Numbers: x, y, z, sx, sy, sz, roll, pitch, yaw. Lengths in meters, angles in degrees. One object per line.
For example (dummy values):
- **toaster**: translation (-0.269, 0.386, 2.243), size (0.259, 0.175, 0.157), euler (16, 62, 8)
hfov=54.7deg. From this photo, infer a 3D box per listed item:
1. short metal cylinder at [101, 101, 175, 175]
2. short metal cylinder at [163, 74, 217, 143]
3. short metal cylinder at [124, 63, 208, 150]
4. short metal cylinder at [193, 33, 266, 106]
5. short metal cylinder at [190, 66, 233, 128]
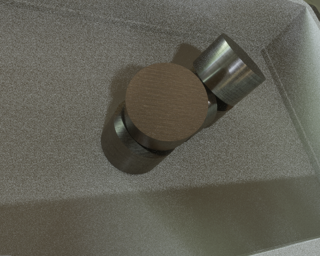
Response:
- **short metal cylinder**: translation (-0.024, 0.009, 0.370), size (0.081, 0.050, 0.080), euler (14, 56, -21)
- **short metal cylinder**: translation (0.026, -0.026, 0.400), size (0.050, 0.080, 0.080), euler (-34, 81, -38)
- **short metal cylinder**: translation (0.004, -0.020, 0.321), size (0.081, 0.050, 0.080), euler (2, 75, -8)
- **short metal cylinder**: translation (0.089, -0.075, 0.400), size (0.080, 0.050, 0.080), euler (35, 29, -23)
- **short metal cylinder**: translation (0.063, -0.046, 0.451), size (0.081, 0.050, 0.080), euler (14, 56, -21)
